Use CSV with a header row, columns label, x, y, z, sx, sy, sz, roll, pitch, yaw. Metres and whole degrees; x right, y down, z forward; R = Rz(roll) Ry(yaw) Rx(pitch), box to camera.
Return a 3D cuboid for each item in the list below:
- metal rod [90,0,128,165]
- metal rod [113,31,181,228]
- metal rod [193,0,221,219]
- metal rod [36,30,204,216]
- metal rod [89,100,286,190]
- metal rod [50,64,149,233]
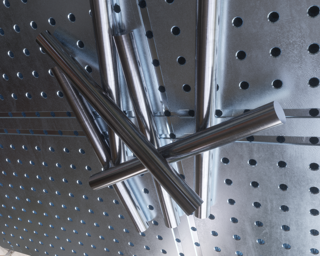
label,x,y,z,sx,sy,sz,roll,pitch,yaw
metal rod,-0.066,-0.078,0.398,0.025,0.025,0.298,12,124,22
metal rod,-0.012,0.019,0.429,0.025,0.025,0.298,1,119,28
metal rod,0.055,-0.004,0.380,0.025,0.025,0.298,11,123,22
metal rod,-0.058,-0.014,0.390,0.300,0.025,0.025,47,130,12
metal rod,0.009,0.034,0.394,0.299,0.025,0.025,-25,105,37
metal rod,-0.086,0.041,0.482,0.025,0.025,0.299,-10,113,32
